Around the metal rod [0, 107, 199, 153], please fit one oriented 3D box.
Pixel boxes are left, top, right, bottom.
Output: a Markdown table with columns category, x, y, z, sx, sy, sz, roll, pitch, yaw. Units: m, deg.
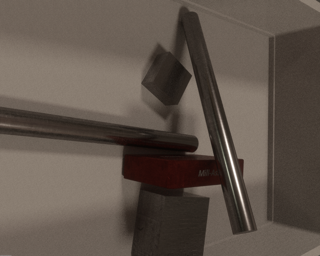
| category | x | y | z | sx | sy | sz | roll | pitch | yaw |
| --- | --- | --- | --- | --- | --- | --- | --- | --- | --- |
| metal rod | -0.068 | 0.005 | 0.350 | 0.302 | 0.025 | 0.025 | 9 | 85 | -40 |

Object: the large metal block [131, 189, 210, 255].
| category | x | y | z | sx | sy | sz | roll | pitch | yaw |
| --- | --- | --- | --- | --- | --- | --- | --- | --- | --- |
| large metal block | 0.015 | 0.126 | 0.406 | 0.081 | 0.050 | 0.080 | 13 | 82 | -40 |

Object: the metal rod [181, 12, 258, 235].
| category | x | y | z | sx | sy | sz | roll | pitch | yaw |
| --- | --- | --- | --- | --- | --- | --- | --- | --- | --- |
| metal rod | 0.065 | -0.026 | 0.382 | 0.025 | 0.025 | 0.299 | 14 | 56 | -40 |

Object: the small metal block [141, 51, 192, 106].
| category | x | y | z | sx | sy | sz | roll | pitch | yaw |
| --- | --- | --- | --- | --- | --- | --- | --- | --- | --- |
| small metal block | 0.010 | -0.065 | 0.417 | 0.050 | 0.025 | 0.050 | 40 | 65 | -33 |

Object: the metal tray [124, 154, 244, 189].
| category | x | y | z | sx | sy | sz | roll | pitch | yaw |
| --- | --- | --- | --- | --- | --- | --- | --- | --- | --- |
| metal tray | 0.032 | 0.051 | 0.393 | 0.131 | 0.090 | 0.030 | 4 | 88 | -40 |
